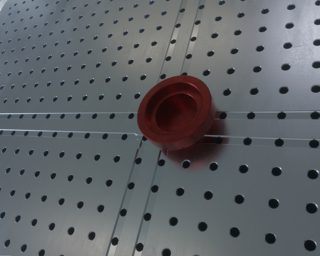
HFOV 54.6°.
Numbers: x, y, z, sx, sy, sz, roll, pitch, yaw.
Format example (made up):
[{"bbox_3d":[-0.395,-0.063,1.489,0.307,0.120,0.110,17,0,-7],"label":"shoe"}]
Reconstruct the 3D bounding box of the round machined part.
[{"bbox_3d":[0.024,-0.015,0.395,0.098,0.042,0.098,-13,56,21],"label":"round machined part"}]
